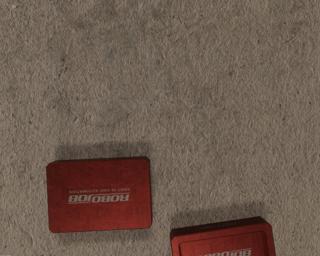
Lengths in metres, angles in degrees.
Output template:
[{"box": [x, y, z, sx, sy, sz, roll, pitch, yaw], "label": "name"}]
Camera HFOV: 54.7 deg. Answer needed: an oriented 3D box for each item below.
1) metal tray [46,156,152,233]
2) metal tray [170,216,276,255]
[{"box": [-0.077, 0.086, 0.407, 0.131, 0.030, 0.089, -3, 90, -1], "label": "metal tray"}, {"box": [0.084, 0.173, 0.408, 0.131, 0.030, 0.089, -8, 90, -1], "label": "metal tray"}]
